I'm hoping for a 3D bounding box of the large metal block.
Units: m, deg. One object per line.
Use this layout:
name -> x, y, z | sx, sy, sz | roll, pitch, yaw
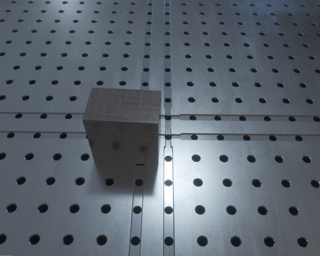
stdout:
large metal block -> -0.040, 0.000, 0.372 | 0.080, 0.080, 0.050 | 3, 50, 2
